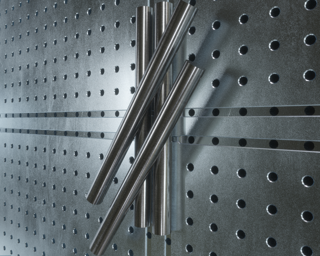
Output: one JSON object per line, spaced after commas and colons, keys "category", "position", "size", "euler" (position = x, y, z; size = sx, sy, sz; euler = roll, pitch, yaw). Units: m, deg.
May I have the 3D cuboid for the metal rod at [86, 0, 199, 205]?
{"category": "metal rod", "position": [-0.032, -0.018, 0.405], "size": [0.025, 0.025, 0.298], "euler": [42, 115, 32]}

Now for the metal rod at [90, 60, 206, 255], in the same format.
{"category": "metal rod", "position": [-0.025, 0.053, 0.399], "size": [0.025, 0.025, 0.298], "euler": [42, 115, 32]}

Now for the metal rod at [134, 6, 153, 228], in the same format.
{"category": "metal rod", "position": [-0.023, -0.015, 0.430], "size": [0.025, 0.025, 0.298], "euler": [1, 91, 40]}

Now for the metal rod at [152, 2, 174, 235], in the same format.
{"category": "metal rod", "position": [0.004, -0.012, 0.408], "size": [0.025, 0.025, 0.298], "euler": [1, 91, 40]}
